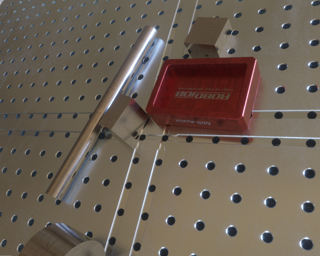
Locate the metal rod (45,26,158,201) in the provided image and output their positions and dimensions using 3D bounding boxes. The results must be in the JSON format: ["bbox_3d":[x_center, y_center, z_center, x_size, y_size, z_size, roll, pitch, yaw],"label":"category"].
[{"bbox_3d":[-0.080,-0.033,0.468,0.025,0.025,0.300,15,69,34],"label":"metal rod"}]

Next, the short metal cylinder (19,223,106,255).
[{"bbox_3d":[-0.106,0.151,0.334,0.050,0.080,0.080,14,69,33],"label":"short metal cylinder"}]

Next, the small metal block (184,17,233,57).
[{"bbox_3d":[0.071,-0.134,0.452,0.050,0.025,0.050,16,70,34],"label":"small metal block"}]

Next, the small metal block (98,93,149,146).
[{"bbox_3d":[-0.048,-0.011,0.422,0.025,0.050,0.050,23,74,36],"label":"small metal block"}]

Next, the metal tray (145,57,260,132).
[{"bbox_3d":[0.055,-0.047,0.403,0.130,0.030,0.090,6,64,30],"label":"metal tray"}]
